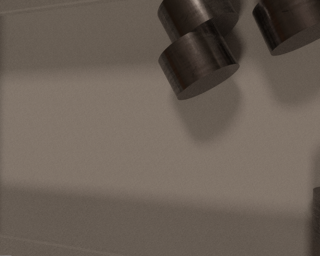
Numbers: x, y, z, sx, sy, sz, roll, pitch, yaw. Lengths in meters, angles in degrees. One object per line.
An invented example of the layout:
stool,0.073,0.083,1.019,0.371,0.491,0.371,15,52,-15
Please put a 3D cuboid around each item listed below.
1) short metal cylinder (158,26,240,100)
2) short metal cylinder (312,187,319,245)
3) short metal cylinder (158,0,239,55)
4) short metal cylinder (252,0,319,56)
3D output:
short metal cylinder,0.045,-0.074,0.365,0.080,0.080,0.050,-29,81,17
short metal cylinder,0.198,0.091,0.312,0.080,0.080,0.050,2,91,19
short metal cylinder,0.044,-0.130,0.365,0.080,0.080,0.050,-29,81,17
short metal cylinder,0.147,-0.119,0.330,0.080,0.080,0.050,-24,82,18
